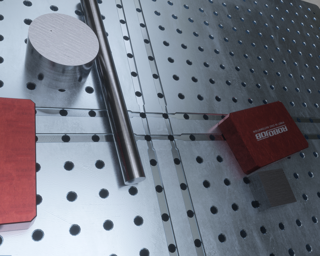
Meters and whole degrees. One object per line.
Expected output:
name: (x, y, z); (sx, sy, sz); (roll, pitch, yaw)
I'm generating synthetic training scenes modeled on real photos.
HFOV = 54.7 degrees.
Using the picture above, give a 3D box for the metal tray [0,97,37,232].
metal tray: (-0.168, 0.032, 0.295); (0.091, 0.030, 0.130); (2, 61, -27)

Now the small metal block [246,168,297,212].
small metal block: (0.158, 0.087, 0.439); (0.050, 0.025, 0.050); (-2, 63, -29)

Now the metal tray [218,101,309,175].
metal tray: (0.164, 0.011, 0.486); (0.131, 0.030, 0.090); (-14, 69, -34)

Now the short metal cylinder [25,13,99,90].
short metal cylinder: (-0.122, -0.094, 0.384); (0.081, 0.050, 0.080); (14, 56, -21)

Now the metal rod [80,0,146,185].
metal rod: (-0.070, -0.071, 0.413); (0.025, 0.025, 0.299); (-3, 63, -30)
